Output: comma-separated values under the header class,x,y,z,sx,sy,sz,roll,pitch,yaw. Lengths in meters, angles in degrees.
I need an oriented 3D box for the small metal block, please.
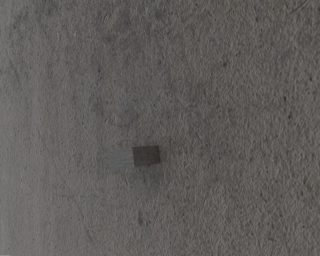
class,x,y,z,sx,sy,sz,roll,pitch,yaw
small metal block,-0.036,0.040,0.419,0.050,0.050,0.025,-13,82,39
